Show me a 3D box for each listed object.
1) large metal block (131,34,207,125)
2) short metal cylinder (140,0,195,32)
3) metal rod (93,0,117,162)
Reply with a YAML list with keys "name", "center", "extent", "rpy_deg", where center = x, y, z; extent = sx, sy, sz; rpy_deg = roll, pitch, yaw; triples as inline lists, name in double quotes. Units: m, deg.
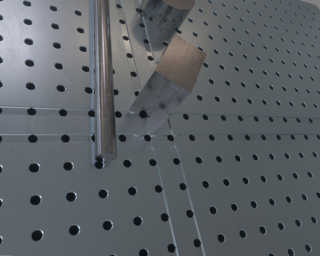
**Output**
- name: "large metal block"
  center: [0.012, -0.065, 0.419]
  extent: [0.050, 0.080, 0.080]
  rpy_deg: [31, 52, -9]
- name: "short metal cylinder"
  center: [0.012, -0.213, 0.529]
  extent: [0.081, 0.050, 0.080]
  rpy_deg: [14, 56, -21]
- name: "metal rod"
  center: [-0.078, -0.097, 0.424]
  extent: [0.025, 0.025, 0.299]
  rpy_deg: [7, 59, -25]
